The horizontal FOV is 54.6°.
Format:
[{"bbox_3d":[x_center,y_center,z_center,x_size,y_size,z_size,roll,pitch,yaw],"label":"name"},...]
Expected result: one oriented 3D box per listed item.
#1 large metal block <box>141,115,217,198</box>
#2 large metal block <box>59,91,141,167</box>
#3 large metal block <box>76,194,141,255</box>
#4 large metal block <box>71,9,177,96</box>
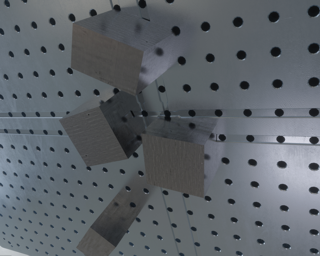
[{"bbox_3d":[0.027,0.035,0.403,0.080,0.050,0.080,10,123,23],"label":"large metal block"},{"bbox_3d":[-0.081,0.003,0.441,0.080,0.050,0.080,-14,111,34],"label":"large metal block"},{"bbox_3d":[-0.088,0.173,0.530,0.050,0.080,0.080,37,129,3],"label":"large metal block"},{"bbox_3d":[-0.039,-0.087,0.343,0.080,0.080,0.050,25,127,13],"label":"large metal block"}]
